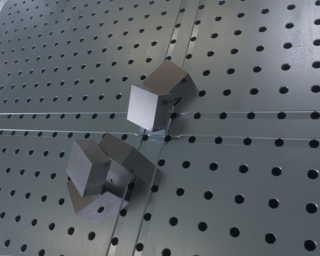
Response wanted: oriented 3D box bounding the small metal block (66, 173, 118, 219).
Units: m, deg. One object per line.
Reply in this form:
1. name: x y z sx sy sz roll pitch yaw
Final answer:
1. small metal block: -0.089 0.081 0.407 0.050 0.025 0.050 -36 51 4

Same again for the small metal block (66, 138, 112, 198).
1. small metal block: -0.088 0.047 0.379 0.050 0.025 0.050 43 123 39

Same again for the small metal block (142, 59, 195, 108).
1. small metal block: 0.012 -0.064 0.442 0.050 0.025 0.050 -45 51 -3

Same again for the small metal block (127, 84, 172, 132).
1. small metal block: -0.015 -0.028 0.418 0.050 0.025 0.050 27 116 37

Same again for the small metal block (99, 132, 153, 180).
1. small metal block: -0.045 0.036 0.395 0.050 0.050 0.025 25 76 37
